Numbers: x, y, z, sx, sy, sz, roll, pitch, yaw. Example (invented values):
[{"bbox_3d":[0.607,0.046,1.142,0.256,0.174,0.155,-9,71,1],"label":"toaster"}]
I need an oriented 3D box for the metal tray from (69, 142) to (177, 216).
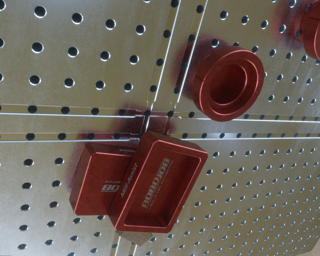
[{"bbox_3d":[-0.046,0.072,0.421,0.131,0.030,0.089,10,107,-33],"label":"metal tray"}]

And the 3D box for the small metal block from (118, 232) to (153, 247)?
[{"bbox_3d":[-0.043,0.140,0.458,0.025,0.050,0.050,-42,130,4],"label":"small metal block"}]

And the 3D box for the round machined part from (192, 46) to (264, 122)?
[{"bbox_3d":[0.084,-0.061,0.408,0.099,0.042,0.097,-14,124,-21],"label":"round machined part"}]

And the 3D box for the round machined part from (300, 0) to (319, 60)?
[{"bbox_3d":[0.241,-0.146,0.441,0.099,0.042,0.097,-14,124,-21],"label":"round machined part"}]

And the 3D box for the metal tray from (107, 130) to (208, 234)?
[{"bbox_3d":[-0.002,0.075,0.409,0.091,0.030,0.129,17,104,-34],"label":"metal tray"}]
